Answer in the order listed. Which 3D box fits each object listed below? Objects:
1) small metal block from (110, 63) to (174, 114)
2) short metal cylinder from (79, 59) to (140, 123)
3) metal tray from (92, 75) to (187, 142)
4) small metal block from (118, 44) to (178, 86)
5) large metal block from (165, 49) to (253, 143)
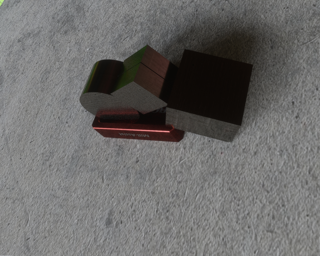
[{"bbox_3d":[-0.021,-0.044,0.359,0.050,0.050,0.025,-17,49,51],"label":"small metal block"},{"bbox_3d":[-0.060,-0.046,0.413,0.080,0.080,0.050,1,63,29],"label":"short metal cylinder"},{"bbox_3d":[-0.023,-0.030,0.433,0.130,0.030,0.090,2,63,29],"label":"metal tray"},{"bbox_3d":[-0.013,-0.066,0.370,0.050,0.050,0.025,-17,49,51],"label":"small metal block"},{"bbox_3d":[0.056,-0.037,0.364,0.080,0.050,0.080,15,67,6],"label":"large metal block"}]
